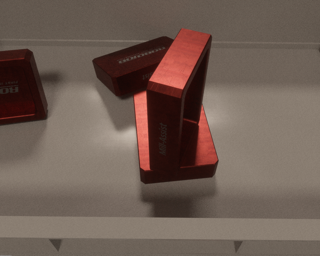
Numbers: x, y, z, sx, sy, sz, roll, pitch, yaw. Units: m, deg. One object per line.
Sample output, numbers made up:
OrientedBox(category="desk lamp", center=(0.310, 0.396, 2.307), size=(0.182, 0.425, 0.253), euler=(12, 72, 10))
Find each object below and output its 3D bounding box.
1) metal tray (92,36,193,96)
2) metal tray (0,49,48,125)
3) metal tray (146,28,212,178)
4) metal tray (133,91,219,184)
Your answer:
OrientedBox(category="metal tray", center=(-0.025, -0.097, 0.466), size=(0.131, 0.030, 0.090), euler=(-24, 37, -19))
OrientedBox(category="metal tray", center=(-0.221, -0.047, 0.395), size=(0.131, 0.089, 0.030), euler=(-8, 38, -9))
OrientedBox(category="metal tray", center=(0.019, -0.021, 0.315), size=(0.030, 0.129, 0.090), euler=(17, 52, 13))
OrientedBox(category="metal tray", center=(0.015, 0.004, 0.398), size=(0.091, 0.030, 0.130), euler=(-5, 50, -5))
